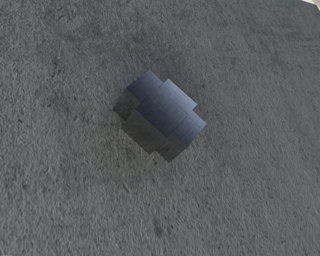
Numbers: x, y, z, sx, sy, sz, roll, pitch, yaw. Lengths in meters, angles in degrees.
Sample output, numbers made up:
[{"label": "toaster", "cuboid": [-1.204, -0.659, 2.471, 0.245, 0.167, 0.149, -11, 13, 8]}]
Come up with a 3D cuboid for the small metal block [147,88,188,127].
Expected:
[{"label": "small metal block", "cuboid": [-0.001, -0.015, 0.399, 0.050, 0.050, 0.025, 43, 51, 0]}]

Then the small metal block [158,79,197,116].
[{"label": "small metal block", "cuboid": [0.013, -0.029, 0.415, 0.050, 0.050, 0.025, 42, 51, 0]}]

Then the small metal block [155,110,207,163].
[{"label": "small metal block", "cuboid": [0.026, 0.011, 0.397, 0.025, 0.050, 0.050, 43, 51, 1]}]

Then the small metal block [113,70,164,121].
[{"label": "small metal block", "cuboid": [-0.028, -0.041, 0.399, 0.025, 0.050, 0.050, 43, 51, 1]}]

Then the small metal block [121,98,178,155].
[{"label": "small metal block", "cuboid": [-0.014, -0.001, 0.383, 0.050, 0.050, 0.025, 43, 51, 0]}]
